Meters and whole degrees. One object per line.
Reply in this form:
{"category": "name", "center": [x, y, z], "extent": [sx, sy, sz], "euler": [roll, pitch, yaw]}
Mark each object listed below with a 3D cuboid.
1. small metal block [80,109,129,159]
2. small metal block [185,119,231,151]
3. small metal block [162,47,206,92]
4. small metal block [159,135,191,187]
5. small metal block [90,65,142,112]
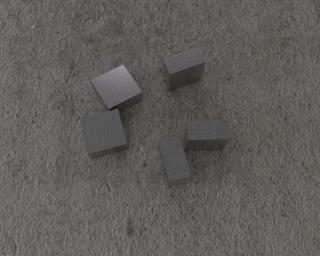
{"category": "small metal block", "center": [-0.072, 0.008, 0.405], "extent": [0.050, 0.025, 0.050], "euler": [-15, 71, -5]}
{"category": "small metal block", "center": [0.058, 0.010, 0.391], "extent": [0.050, 0.050, 0.025], "euler": [-2, 70, -1]}
{"category": "small metal block", "center": [0.032, -0.079, 0.424], "extent": [0.050, 0.050, 0.025], "euler": [-21, 72, -7]}
{"category": "small metal block", "center": [0.017, 0.042, 0.379], "extent": [0.025, 0.050, 0.050], "euler": [-13, 71, -5]}
{"category": "small metal block", "center": [-0.059, -0.051, 0.424], "extent": [0.050, 0.025, 0.050], "euler": [-30, 73, -16]}
